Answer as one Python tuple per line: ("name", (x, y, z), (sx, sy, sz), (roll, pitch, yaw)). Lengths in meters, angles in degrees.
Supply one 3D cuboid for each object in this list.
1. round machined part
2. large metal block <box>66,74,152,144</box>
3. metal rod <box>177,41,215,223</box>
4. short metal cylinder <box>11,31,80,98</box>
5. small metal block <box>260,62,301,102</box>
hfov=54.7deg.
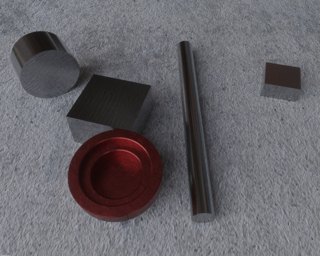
("round machined part", (-0.046, 0.054, 0.339), (0.099, 0.042, 0.098), (-1, 60, 1))
("large metal block", (-0.061, -0.018, 0.402), (0.080, 0.050, 0.080), (13, 51, 10))
("metal rod", (0.043, -0.020, 0.420), (0.025, 0.025, 0.300), (0, 50, -1))
("short metal cylinder", (-0.163, -0.089, 0.440), (0.081, 0.080, 0.050), (-24, 55, -19))
("small metal block", (0.180, -0.069, 0.464), (0.050, 0.025, 0.050), (12, 51, 9))
